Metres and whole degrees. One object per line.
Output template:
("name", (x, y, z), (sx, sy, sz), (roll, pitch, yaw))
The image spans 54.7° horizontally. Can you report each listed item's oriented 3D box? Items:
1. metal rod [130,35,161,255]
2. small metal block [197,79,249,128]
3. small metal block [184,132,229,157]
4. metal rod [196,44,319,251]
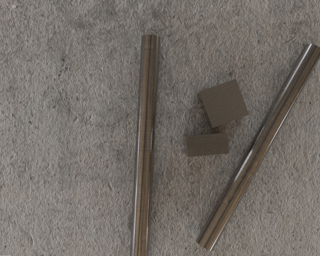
("metal rod", (-0.020, 0.029, 0.409), (0.025, 0.025, 0.298), (3, 90, -1))
("small metal block", (0.083, -0.032, 0.411), (0.050, 0.025, 0.050), (-20, 90, -1))
("small metal block", (0.057, 0.020, 0.398), (0.050, 0.050, 0.025), (-5, 90, -1))
("metal rod", (0.132, 0.025, 0.411), (0.025, 0.025, 0.299), (29, 90, -1))
